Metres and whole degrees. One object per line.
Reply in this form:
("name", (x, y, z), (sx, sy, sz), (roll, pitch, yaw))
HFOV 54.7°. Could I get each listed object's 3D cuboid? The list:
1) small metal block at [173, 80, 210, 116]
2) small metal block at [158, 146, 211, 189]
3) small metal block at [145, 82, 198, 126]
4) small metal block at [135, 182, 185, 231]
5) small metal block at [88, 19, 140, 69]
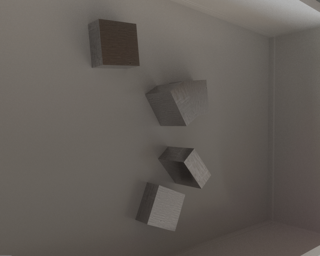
("small metal block", (0.043, -0.042, 0.445), (0.050, 0.025, 0.050), (-11, 97, -40))
("small metal block", (0.033, 0.053, 0.421), (0.025, 0.050, 0.050), (-49, 119, -29))
("small metal block", (0.015, -0.030, 0.405), (0.025, 0.050, 0.050), (-41, 115, -32))
("small metal block", (0.001, 0.105, 0.410), (0.050, 0.025, 0.050), (28, 72, -37))
("small metal block", (-0.054, -0.097, 0.363), (0.050, 0.025, 0.050), (-8, 95, -40))
